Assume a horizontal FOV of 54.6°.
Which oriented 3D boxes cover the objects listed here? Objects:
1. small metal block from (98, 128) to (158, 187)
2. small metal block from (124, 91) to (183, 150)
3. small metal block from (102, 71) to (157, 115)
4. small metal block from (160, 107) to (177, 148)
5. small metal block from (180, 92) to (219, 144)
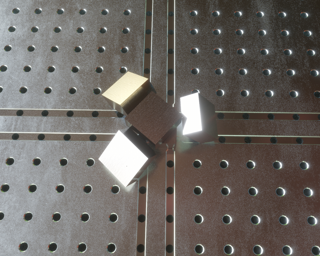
[{"bbox_3d":[-0.040,0.036,0.385,0.050,0.025,0.050,43,113,14],"label":"small metal block"},{"bbox_3d":[-0.008,-0.009,0.388,0.050,0.025,0.050,40,74,12],"label":"small metal block"},{"bbox_3d":[-0.041,-0.046,0.415,0.050,0.025,0.050,-45,40,-15],"label":"small metal block"},{"bbox_3d":[-0.003,-0.001,0.412,0.050,0.025,0.050,1,73,0],"label":"small metal block"},{"bbox_3d":[0.051,-0.011,0.400,0.025,0.050,0.050,-15,67,30],"label":"small metal block"}]
